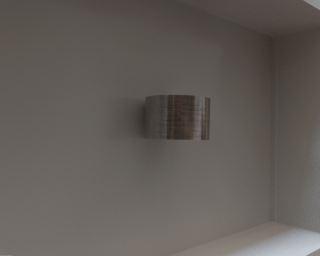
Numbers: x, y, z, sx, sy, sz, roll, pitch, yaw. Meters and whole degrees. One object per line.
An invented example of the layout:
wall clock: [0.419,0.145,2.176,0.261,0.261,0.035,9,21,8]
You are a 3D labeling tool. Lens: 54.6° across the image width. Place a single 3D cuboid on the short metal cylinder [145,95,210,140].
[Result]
short metal cylinder: [0.021,-0.011,0.384,0.081,0.080,0.050,2,89,-40]
